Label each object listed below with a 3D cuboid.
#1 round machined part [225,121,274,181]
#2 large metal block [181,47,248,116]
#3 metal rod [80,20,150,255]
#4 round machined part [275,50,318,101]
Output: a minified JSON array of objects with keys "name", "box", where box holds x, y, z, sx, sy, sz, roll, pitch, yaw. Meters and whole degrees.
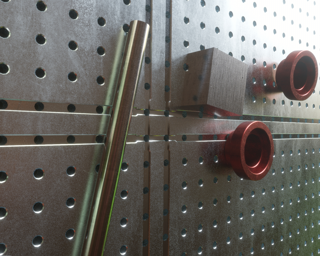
[{"name":"round machined part","box":[0.147,0.037,0.521,0.099,0.042,0.097,0,90,-40]},{"name":"large metal block","box":[0.083,-0.064,0.462,0.081,0.050,0.080,13,82,-39]},{"name":"metal rod","box":[-0.052,0.017,0.365,0.025,0.025,0.299,18,79,-39]},{"name":"round machined part","box":[0.268,-0.104,0.616,0.099,0.042,0.097,-7,103,-34]}]
